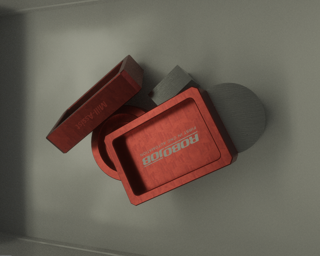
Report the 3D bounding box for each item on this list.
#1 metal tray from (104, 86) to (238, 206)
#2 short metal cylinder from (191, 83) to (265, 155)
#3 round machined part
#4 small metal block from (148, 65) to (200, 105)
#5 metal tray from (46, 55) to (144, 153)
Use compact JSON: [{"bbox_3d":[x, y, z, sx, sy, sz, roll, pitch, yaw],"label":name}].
[{"bbox_3d":[0.009,0.022,0.352,0.130,0.030,0.090,-28,80,22],"label":"metal tray"},{"bbox_3d":[0.082,-0.010,0.366,0.080,0.050,0.079,0,90,19],"label":"short metal cylinder"},{"bbox_3d":[-0.038,0.019,0.413,0.098,0.042,0.097,0,90,19],"label":"round machined part"},{"bbox_3d":[0.019,-0.048,0.388,0.050,0.050,0.025,-44,77,13],"label":"small metal block"},{"bbox_3d":[-0.080,-0.033,0.400,0.130,0.090,0.030,-38,110,15],"label":"metal tray"}]
